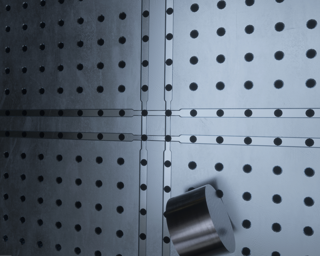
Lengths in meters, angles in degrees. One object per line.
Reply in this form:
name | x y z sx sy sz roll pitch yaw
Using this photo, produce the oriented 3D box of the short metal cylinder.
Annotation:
short metal cylinder | 0.049 0.113 0.366 0.050 0.080 0.080 -25 82 18
